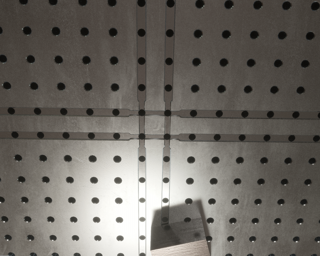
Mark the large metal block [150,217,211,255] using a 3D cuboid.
[{"bbox_3d":[0.035,0.192,0.471,0.080,0.050,0.080,-13,110,4],"label":"large metal block"}]
